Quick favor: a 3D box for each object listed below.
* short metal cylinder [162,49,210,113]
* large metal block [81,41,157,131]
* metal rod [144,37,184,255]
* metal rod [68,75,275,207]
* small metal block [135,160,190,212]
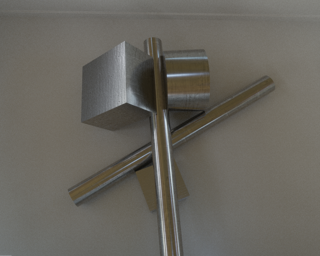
[{"bbox_3d":[0.031,-0.060,0.401,0.050,0.080,0.080,-4,70,-3],"label":"short metal cylinder"},{"bbox_3d":[-0.053,-0.049,0.392,0.080,0.050,0.080,-19,65,36],"label":"large metal block"},{"bbox_3d":[0.002,0.022,0.373,0.025,0.025,0.299,-4,69,-2],"label":"metal rod"},{"bbox_3d":[0.023,0.011,0.403,0.302,0.025,0.025,-30,73,-11],"label":"metal rod"},{"bbox_3d":[0.003,0.071,0.382,0.050,0.025,0.050,-20,71,-8],"label":"small metal block"}]
